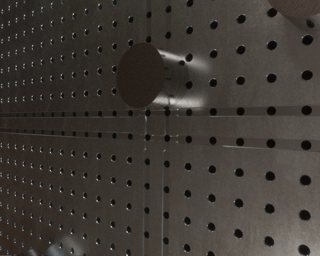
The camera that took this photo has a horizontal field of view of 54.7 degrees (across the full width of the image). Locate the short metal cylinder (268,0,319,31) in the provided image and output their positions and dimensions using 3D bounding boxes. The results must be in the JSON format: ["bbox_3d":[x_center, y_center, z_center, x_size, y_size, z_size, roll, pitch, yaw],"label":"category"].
[{"bbox_3d":[0.141,-0.133,0.276,0.080,0.050,0.079,0,90,39],"label":"short metal cylinder"}]

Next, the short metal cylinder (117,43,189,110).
[{"bbox_3d":[-0.010,-0.064,0.399,0.080,0.050,0.079,0,90,39],"label":"short metal cylinder"}]

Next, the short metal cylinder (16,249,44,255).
[{"bbox_3d":[-0.245,0.273,0.572,0.050,0.081,0.079,38,113,33],"label":"short metal cylinder"}]
